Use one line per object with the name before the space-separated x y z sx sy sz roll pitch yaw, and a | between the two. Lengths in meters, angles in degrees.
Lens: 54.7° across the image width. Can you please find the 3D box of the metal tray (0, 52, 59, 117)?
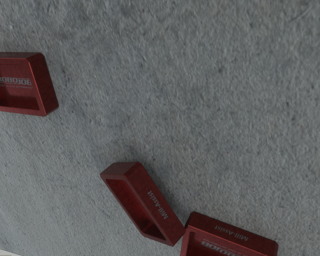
metal tray | -0.226 -0.069 0.477 0.130 0.030 0.089 7 122 24

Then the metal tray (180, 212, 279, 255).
metal tray | 0.099 0.187 0.466 0.130 0.030 0.089 16 125 18

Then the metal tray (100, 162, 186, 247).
metal tray | -0.027 0.112 0.464 0.090 0.030 0.130 -12 114 56
